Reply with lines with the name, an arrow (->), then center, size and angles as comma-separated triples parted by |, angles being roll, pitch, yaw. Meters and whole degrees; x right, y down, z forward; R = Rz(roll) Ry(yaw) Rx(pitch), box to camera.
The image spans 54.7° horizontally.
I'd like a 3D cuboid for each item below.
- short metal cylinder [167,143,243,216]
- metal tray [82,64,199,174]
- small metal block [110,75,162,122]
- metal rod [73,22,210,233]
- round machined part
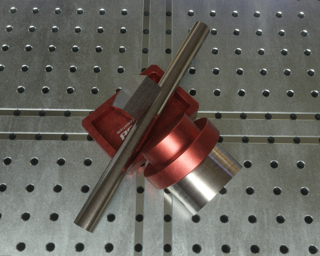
short metal cylinder -> 0.049, 0.056, 0.361 | 0.080, 0.080, 0.050 | -42, 76, -14
metal tray -> -0.024, -0.013, 0.413 | 0.130, 0.030, 0.090 | -41, 76, -14
small metal block -> -0.031, -0.039, 0.389 | 0.025, 0.050, 0.050 | 39, 82, -27
metal rod -> -0.013, -0.015, 0.385 | 0.025, 0.025, 0.300 | 27, 72, 9
round machined part -> 0.017, 0.020, 0.355 | 0.098, 0.098, 0.042 | -44, 98, -15
